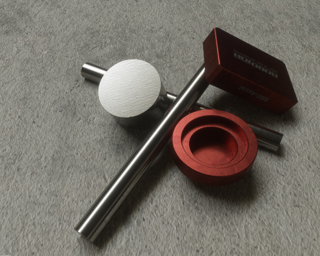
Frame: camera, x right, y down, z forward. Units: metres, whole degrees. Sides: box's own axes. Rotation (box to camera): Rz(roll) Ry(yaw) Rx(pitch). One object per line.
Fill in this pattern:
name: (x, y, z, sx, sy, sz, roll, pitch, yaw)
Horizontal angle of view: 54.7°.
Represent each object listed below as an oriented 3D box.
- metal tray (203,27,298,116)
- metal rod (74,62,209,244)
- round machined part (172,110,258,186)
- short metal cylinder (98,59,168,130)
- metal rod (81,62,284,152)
metal tray: (0.124, -0.079, 0.432, 0.131, 0.030, 0.090, 20, 47, -20)
metal rod: (0.005, 0.003, 0.380, 0.025, 0.025, 0.301, 27, 61, 20)
round machined part: (0.063, 0.027, 0.371, 0.099, 0.042, 0.098, 0, 50, 0)
short metal cylinder: (-0.033, -0.042, 0.407, 0.080, 0.050, 0.080, -4, 70, 11)
metal rod: (0.018, -0.035, 0.436, 0.301, 0.025, 0.025, 22, 54, 17)
